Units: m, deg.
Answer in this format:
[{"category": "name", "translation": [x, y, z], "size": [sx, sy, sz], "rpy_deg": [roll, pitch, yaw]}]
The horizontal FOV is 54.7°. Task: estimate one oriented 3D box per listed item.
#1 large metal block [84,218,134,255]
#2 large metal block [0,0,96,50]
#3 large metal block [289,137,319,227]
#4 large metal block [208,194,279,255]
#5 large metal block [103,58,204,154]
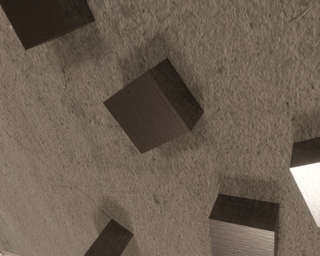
[{"category": "large metal block", "translation": [-0.101, 0.226, 0.562], "size": [0.050, 0.080, 0.079], "rpy_deg": [36, 129, 4]}, {"category": "large metal block", "translation": [-0.138, -0.149, 0.369], "size": [0.080, 0.050, 0.080], "rpy_deg": [-10, 113, 32]}, {"category": "large metal block", "translation": [0.193, 0.051, 0.321], "size": [0.080, 0.050, 0.080], "rpy_deg": [-20, 108, 35]}, {"category": "large metal block", "translation": [0.115, 0.142, 0.417], "size": [0.080, 0.050, 0.079], "rpy_deg": [4, 121, 25]}, {"category": "large metal block", "translation": [-0.007, -0.025, 0.378], "size": [0.080, 0.050, 0.080], "rpy_deg": [-27, 104, 37]}]
